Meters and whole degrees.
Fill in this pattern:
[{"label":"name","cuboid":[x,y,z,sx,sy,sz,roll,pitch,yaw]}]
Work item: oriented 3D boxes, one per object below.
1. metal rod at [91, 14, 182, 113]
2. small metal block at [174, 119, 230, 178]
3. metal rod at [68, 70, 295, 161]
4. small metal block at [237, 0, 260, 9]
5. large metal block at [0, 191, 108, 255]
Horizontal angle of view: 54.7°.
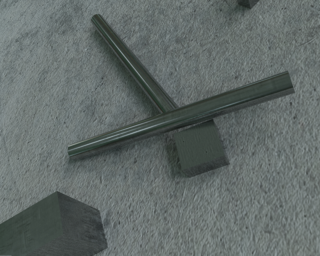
[{"label":"metal rod","cuboid":[-0.050,-0.110,0.495,0.025,0.025,0.300,-38,51,2]},{"label":"small metal block","cuboid":[0.048,0.024,0.363,0.050,0.025,0.050,-22,54,14]},{"label":"metal rod","cuboid":[0.007,-0.007,0.384,0.300,0.025,0.025,-18,55,24]},{"label":"small metal block","cuboid":[0.134,-0.211,0.447,0.050,0.050,0.025,-46,51,-4]},{"label":"large metal block","cuboid":[-0.120,0.124,0.354,0.080,0.080,0.050,-31,52,8]}]
